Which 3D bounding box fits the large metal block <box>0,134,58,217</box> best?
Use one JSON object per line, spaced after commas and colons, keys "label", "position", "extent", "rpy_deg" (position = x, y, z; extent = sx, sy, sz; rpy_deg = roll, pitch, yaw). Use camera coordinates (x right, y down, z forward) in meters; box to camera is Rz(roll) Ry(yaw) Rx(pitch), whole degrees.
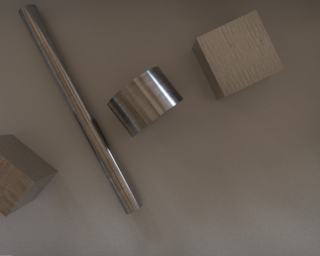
{"label": "large metal block", "position": [-0.186, 0.054, 0.382], "extent": [0.080, 0.080, 0.050], "rpy_deg": [39, 90, -1]}

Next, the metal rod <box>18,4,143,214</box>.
{"label": "metal rod", "position": [-0.104, -0.024, 0.410], "extent": [0.025, 0.025, 0.299], "rpy_deg": [-28, 90, 0]}

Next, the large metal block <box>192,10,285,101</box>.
{"label": "large metal block", "position": [0.097, -0.091, 0.400], "extent": [0.080, 0.050, 0.080], "rpy_deg": [-26, 90, -1]}

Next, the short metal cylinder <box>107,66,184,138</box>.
{"label": "short metal cylinder", "position": [-0.018, -0.032, 0.384], "extent": [0.080, 0.080, 0.050], "rpy_deg": [-37, 90, 0]}
